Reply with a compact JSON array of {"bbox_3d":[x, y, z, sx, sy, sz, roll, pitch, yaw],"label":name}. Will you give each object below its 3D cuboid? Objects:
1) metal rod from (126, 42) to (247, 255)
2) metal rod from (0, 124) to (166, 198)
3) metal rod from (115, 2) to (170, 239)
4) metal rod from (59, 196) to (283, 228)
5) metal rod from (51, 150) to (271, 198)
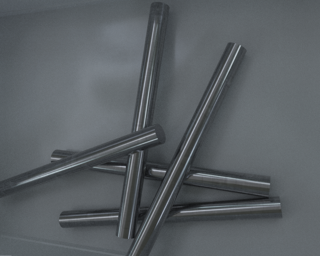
[{"bbox_3d":[0.029,0.037,0.377,0.025,0.025,0.299,26,90,18],"label":"metal rod"},{"bbox_3d":[-0.129,0.053,0.426,0.300,0.025,0.025,-20,84,24],"label":"metal rod"},{"bbox_3d":[-0.021,-0.013,0.397,0.025,0.025,0.298,7,86,19],"label":"metal rod"},{"bbox_3d":[0.000,0.113,0.408,0.301,0.025,0.025,-9,87,19],"label":"metal rod"},{"bbox_3d":[-0.013,0.057,0.412,0.301,0.025,0.025,5,92,19],"label":"metal rod"}]
